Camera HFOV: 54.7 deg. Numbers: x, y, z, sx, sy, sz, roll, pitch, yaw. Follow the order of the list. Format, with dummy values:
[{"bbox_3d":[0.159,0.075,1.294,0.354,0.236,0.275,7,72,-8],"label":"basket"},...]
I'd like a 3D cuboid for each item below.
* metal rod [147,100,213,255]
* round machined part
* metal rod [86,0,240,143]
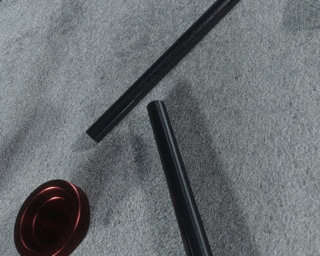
[{"bbox_3d":[0.028,0.086,0.335,0.025,0.025,0.299,-25,53,12],"label":"metal rod"},{"bbox_3d":[-0.128,0.117,0.386,0.098,0.042,0.098,-13,56,20],"label":"round machined part"},{"bbox_3d":[0.007,-0.094,0.456,0.300,0.025,0.025,-46,51,-4],"label":"metal rod"}]
